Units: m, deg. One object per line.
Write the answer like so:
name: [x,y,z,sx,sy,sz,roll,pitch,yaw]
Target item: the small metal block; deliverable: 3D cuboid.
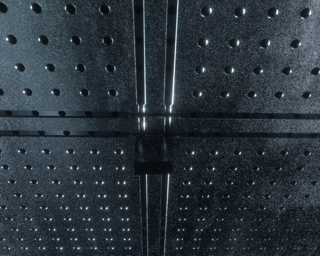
small metal block: [-0.009,0.037,0.427,0.050,0.050,0.025,-1,130,0]
